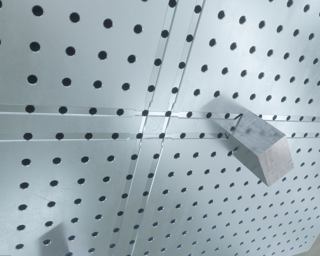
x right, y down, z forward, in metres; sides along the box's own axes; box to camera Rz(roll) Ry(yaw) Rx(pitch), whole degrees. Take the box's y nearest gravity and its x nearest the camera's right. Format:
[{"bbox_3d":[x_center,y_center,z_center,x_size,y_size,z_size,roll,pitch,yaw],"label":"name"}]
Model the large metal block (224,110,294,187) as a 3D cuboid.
[{"bbox_3d":[0.153,0.031,0.481,0.050,0.080,0.080,-36,129,-5],"label":"large metal block"}]
